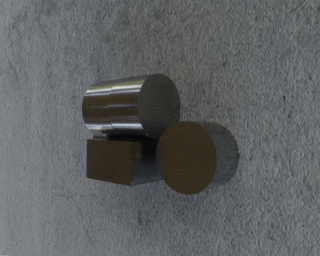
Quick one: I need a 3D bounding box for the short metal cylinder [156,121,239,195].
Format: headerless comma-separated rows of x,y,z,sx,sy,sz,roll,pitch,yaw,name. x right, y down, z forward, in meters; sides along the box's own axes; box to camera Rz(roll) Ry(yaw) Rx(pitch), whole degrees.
0.043,0.032,0.355,0.080,0.050,0.079,0,90,40,short metal cylinder

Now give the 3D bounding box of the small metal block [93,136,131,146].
-0.077,0.025,0.471,0.050,0.025,0.050,45,117,30,small metal block

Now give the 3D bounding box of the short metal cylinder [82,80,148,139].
-0.057,-0.025,0.418,0.050,0.081,0.079,1,91,40,short metal cylinder

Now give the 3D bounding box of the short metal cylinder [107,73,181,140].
-0.018,-0.026,0.386,0.050,0.081,0.079,1,91,40,short metal cylinder

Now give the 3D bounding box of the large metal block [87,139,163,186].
-0.037,0.040,0.402,0.080,0.081,0.050,1,91,40,large metal block
